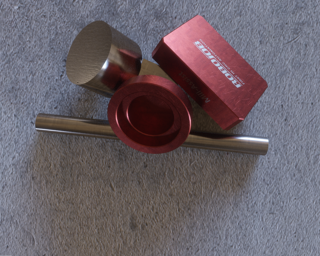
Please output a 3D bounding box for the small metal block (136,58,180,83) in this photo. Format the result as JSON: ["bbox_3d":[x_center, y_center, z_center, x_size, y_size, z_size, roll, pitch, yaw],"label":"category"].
[{"bbox_3d":[-0.002,-0.062,0.397,0.050,0.050,0.025,24,90,0],"label":"small metal block"}]

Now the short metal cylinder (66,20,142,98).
[{"bbox_3d":[-0.069,-0.082,0.378,0.080,0.050,0.080,-13,68,35],"label":"short metal cylinder"}]

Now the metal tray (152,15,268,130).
[{"bbox_3d":[0.064,-0.071,0.384,0.130,0.030,0.090,45,51,0],"label":"metal tray"}]

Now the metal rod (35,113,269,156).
[{"bbox_3d":[-0.010,0.008,0.411,0.302,0.025,0.025,6,90,-1],"label":"metal rod"}]

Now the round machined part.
[{"bbox_3d":[-0.009,-0.020,0.372,0.098,0.042,0.097,7,126,10],"label":"round machined part"}]
